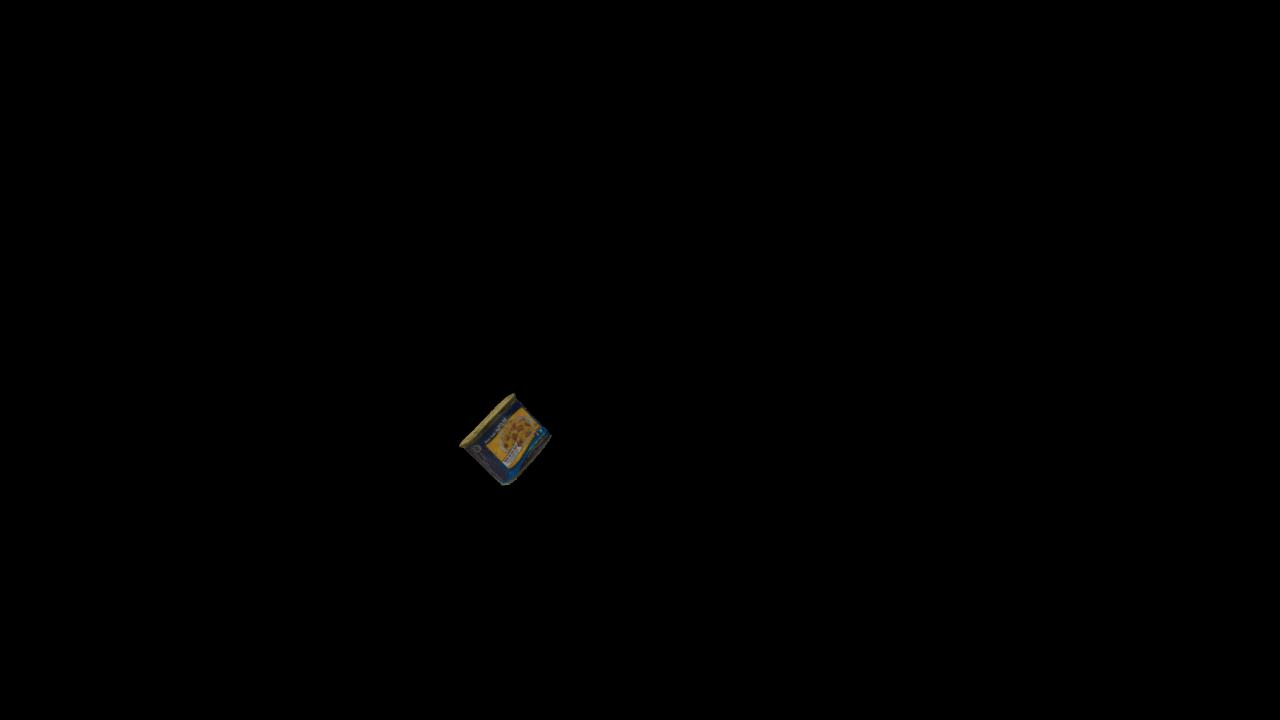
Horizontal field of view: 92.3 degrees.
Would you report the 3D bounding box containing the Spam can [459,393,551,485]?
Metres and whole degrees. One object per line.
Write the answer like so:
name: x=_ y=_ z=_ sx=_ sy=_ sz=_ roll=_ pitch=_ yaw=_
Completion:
Spam can: x=-0.187 y=0.113 z=0.871 sx=0.101 sy=0.085 sz=0.058 roll=-50 pitch=15 yaw=-32
